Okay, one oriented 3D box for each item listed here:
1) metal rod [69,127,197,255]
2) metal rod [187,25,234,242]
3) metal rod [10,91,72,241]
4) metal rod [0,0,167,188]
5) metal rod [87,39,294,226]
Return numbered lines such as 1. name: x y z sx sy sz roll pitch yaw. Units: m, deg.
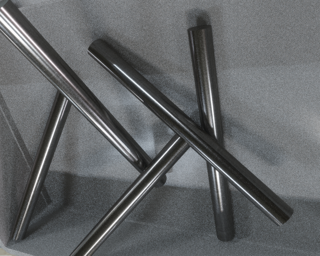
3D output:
1. metal rod: -0.050 0.109 0.423 0.025 0.025 0.299 41 104 0
2. metal rod: 0.068 0.026 0.388 0.025 0.025 0.298 2 120 27
3. metal rod: -0.192 0.065 0.495 0.025 0.025 0.298 30 112 9
4. metal rod: -0.069 -0.012 0.359 0.025 0.025 0.300 -6 140 30
5. metal rod: 0.028 -0.002 0.364 0.300 0.025 0.025 42 129 9
